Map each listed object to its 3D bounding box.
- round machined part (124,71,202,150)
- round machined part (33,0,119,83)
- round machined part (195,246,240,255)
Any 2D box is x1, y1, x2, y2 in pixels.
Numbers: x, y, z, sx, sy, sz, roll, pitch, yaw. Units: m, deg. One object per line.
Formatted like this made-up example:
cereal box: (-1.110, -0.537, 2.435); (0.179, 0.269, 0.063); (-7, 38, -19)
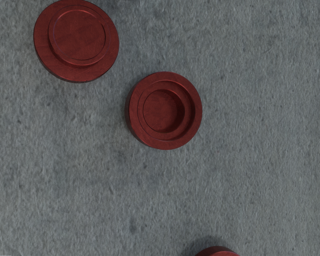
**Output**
round machined part: (0.002, -0.022, 0.402); (0.099, 0.042, 0.097); (0, 90, -21)
round machined part: (-0.096, -0.104, 0.365); (0.099, 0.042, 0.097); (0, 90, -21)
round machined part: (0.074, 0.212, 0.429); (0.099, 0.042, 0.097); (0, 90, -21)
